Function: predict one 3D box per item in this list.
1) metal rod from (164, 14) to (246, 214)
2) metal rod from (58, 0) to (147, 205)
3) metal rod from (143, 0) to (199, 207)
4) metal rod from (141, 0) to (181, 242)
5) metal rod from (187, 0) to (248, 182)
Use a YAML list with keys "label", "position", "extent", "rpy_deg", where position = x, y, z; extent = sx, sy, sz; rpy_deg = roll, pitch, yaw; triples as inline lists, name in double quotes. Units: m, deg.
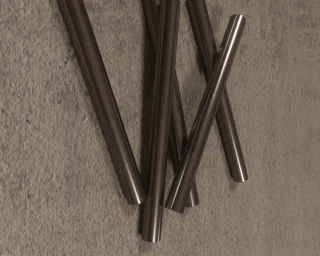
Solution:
- label: "metal rod"
  position: [0.068, -0.031, 0.429]
  extent: [0.025, 0.025, 0.299]
  rpy_deg: [33, 69, -36]
- label: "metal rod"
  position: [-0.069, -0.050, 0.347]
  extent: [0.025, 0.025, 0.298]
  rpy_deg: [-27, 107, -37]
- label: "metal rod"
  position: [0.016, -0.036, 0.420]
  extent: [0.025, 0.025, 0.298]
  rpy_deg: [-19, 102, -39]
- label: "metal rod"
  position: [0.001, -0.007, 0.388]
  extent: [0.025, 0.025, 0.298]
  rpy_deg: [2, 95, -40]
- label: "metal rod"
  position: [0.093, -0.053, 0.485]
  extent: [0.025, 0.025, 0.298]
  rpy_deg: [-28, 108, -37]
